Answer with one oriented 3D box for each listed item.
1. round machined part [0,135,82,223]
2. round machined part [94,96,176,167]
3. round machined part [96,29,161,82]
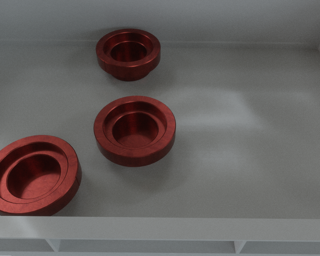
[{"bbox_3d":[-0.136,0.058,0.343,0.099,0.042,0.098,0,50,0],"label":"round machined part"},{"bbox_3d":[-0.030,0.008,0.387,0.099,0.042,0.098,0,50,0],"label":"round machined part"},{"bbox_3d":[-0.048,-0.111,0.487,0.099,0.042,0.098,0,50,0],"label":"round machined part"}]
